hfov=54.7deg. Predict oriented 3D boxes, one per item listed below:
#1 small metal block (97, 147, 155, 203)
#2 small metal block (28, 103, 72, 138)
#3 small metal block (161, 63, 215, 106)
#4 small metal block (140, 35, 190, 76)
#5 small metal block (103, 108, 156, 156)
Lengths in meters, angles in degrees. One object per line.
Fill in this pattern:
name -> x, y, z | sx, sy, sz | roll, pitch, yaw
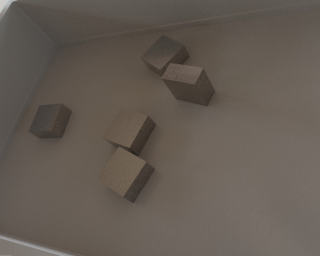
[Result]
small metal block -> -0.043, 0.059, 0.393 | 0.050, 0.025, 0.050 | 24, 75, 36
small metal block -> -0.179, -0.011, 0.507 | 0.050, 0.025, 0.050 | -2, 61, 27
small metal block -> 0.038, -0.056, 0.405 | 0.050, 0.050, 0.025 | 17, 71, 35
small metal block -> 0.008, -0.107, 0.468 | 0.050, 0.025, 0.050 | -47, 51, -5
small metal block -> -0.042, 0.004, 0.425 | 0.050, 0.025, 0.050 | 17, 71, 35
